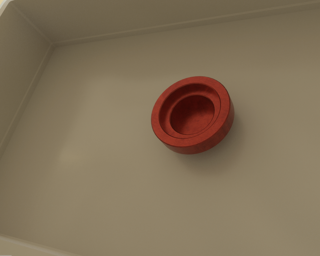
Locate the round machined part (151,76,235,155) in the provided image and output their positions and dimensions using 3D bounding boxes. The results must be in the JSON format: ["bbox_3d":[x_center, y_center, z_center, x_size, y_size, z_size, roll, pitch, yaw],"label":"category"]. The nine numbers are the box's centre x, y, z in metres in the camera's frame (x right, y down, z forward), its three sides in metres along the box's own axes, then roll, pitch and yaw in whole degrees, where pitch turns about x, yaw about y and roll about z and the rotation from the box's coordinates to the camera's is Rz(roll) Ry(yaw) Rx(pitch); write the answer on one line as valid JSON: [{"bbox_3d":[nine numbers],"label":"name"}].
[{"bbox_3d":[0.042,-0.012,0.379,0.098,0.042,0.098,-13,56,20],"label":"round machined part"}]
